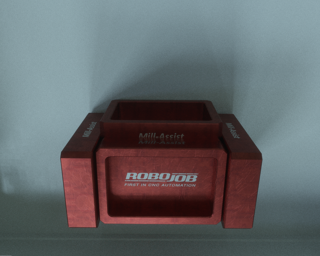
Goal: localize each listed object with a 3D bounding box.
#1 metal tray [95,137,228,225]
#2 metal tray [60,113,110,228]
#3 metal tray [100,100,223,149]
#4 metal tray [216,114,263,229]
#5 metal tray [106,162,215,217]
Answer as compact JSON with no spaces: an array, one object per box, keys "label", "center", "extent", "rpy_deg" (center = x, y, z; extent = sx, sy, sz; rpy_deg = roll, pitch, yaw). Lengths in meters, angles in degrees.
[{"label":"metal tray","center":[0.001,0.057,0.331],"extent":[0.131,0.030,0.089],"rpy_deg":[1,110,-1]},{"label":"metal tray","center":[-0.080,0.043,0.369],"extent":[0.030,0.130,0.089],"rpy_deg":[1,111,0]},{"label":"metal tray","center":[0.002,-0.007,0.371],"extent":[0.131,0.090,0.030],"rpy_deg":[0,111,0]},{"label":"metal tray","center":[0.082,0.044,0.370],"extent":[0.030,0.130,0.089],"rpy_deg":[1,111,0]},{"label":"metal tray","center":[0.001,0.076,0.401],"extent":[0.131,0.090,0.030],"rpy_deg":[0,110,0]}]
